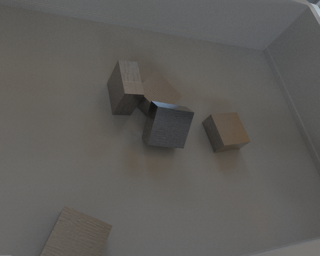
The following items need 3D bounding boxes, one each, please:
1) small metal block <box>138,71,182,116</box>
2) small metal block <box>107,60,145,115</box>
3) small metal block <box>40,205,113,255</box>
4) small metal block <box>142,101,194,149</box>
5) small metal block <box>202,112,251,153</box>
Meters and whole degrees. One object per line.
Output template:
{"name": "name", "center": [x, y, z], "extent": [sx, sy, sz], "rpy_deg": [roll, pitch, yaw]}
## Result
{"name": "small metal block", "center": [-0.006, -0.043, 0.425], "extent": [0.050, 0.025, 0.050], "rpy_deg": [45, 51, -4]}
{"name": "small metal block", "center": [-0.045, -0.050, 0.396], "extent": [0.025, 0.050, 0.050], "rpy_deg": [1, 62, -28]}
{"name": "small metal block", "center": [-0.081, 0.110, 0.295], "extent": [0.050, 0.025, 0.050], "rpy_deg": [28, 52, -11]}
{"name": "small metal block", "center": [0.010, -0.004, 0.394], "extent": [0.050, 0.050, 0.025], "rpy_deg": [8, 17, -24]}
{"name": "small metal block", "center": [0.097, 0.006, 0.454], "extent": [0.050, 0.025, 0.050], "rpy_deg": [-5, 65, -31]}
